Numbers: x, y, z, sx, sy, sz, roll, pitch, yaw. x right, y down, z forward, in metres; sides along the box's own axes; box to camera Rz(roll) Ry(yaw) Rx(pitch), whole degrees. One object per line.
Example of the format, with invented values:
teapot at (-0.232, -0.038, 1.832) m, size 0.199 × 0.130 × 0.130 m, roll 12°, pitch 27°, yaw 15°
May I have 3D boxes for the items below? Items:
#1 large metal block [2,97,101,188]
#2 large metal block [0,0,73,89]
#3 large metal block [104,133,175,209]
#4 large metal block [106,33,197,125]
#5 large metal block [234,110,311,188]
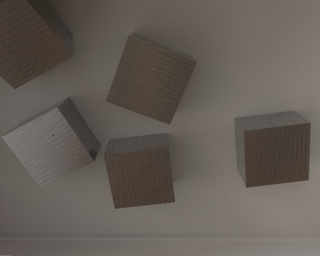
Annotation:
large metal block at (-0.136, 0.018, 0.403) m, size 0.080 × 0.050 × 0.080 m, roll -27°, pitch 108°, yaw 9°
large metal block at (-0.155, -0.103, 0.343) m, size 0.080 × 0.050 × 0.080 m, roll -27°, pitch 133°, yaw 9°
large metal block at (-0.025, 0.057, 0.419) m, size 0.080 × 0.050 × 0.079 m, roll -7°, pitch 110°, yaw 2°
large metal block at (-0.011, -0.061, 0.376) m, size 0.080 × 0.050 × 0.079 m, roll 20°, pitch 109°, yaw -8°
large metal block at (0.146, 0.027, 0.410) m, size 0.080 × 0.050 × 0.079 m, roll -7°, pitch 110°, yaw 2°
